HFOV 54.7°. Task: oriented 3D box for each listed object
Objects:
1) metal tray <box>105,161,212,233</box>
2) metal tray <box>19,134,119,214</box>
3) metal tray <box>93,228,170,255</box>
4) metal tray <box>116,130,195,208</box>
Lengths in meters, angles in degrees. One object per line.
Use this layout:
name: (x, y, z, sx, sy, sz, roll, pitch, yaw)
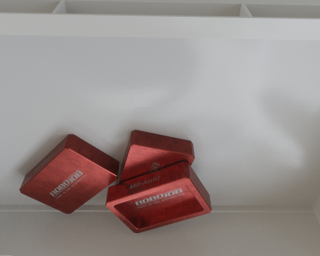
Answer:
metal tray: (-0.001, 0.106, 0.455, 0.130, 0.030, 0.090, -21, 128, 16)
metal tray: (-0.136, 0.074, 0.467, 0.090, 0.030, 0.130, 36, 121, -27)
metal tray: (-0.052, 0.236, 0.609, 0.131, 0.030, 0.090, -11, 130, 9)
metal tray: (-0.012, 0.067, 0.463, 0.091, 0.030, 0.129, 12, 129, -11)
